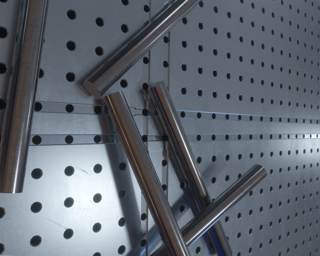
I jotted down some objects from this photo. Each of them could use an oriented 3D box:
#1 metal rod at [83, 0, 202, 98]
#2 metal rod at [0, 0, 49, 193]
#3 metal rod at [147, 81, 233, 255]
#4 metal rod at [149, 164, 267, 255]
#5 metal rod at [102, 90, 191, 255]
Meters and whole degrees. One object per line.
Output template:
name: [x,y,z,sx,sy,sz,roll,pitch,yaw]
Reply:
metal rod: [0.009,-0.145,0.418,0.301,0.025,0.025,-50,120,-28]
metal rod: [-0.127,-0.089,0.303,0.025,0.025,0.298,10,84,-40]
metal rod: [0.050,0.073,0.453,0.025,0.025,0.299,-36,113,-34]
metal rod: [0.046,0.140,0.425,0.302,0.025,0.025,-32,111,-27]
metal rod: [0.000,0.098,0.376,0.025,0.025,0.299,-26,96,-37]
